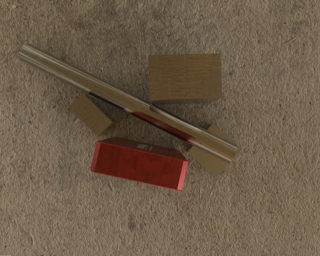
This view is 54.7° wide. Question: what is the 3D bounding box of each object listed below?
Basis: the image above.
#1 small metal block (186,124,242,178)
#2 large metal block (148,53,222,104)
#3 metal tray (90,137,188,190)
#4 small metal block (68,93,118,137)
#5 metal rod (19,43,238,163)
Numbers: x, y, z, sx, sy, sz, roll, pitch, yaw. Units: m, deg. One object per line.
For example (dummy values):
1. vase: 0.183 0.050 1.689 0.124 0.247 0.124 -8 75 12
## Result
1. small metal block: 0.071 0.029 0.413 0.050 0.025 0.050 41 90 -1
2. large metal block: 0.028 -0.057 0.383 0.081 0.080 0.050 -2 90 -1
3. metal tray: -0.020 0.036 0.359 0.091 0.130 0.030 12 90 0
4. small metal block: -0.084 -0.016 0.397 0.050 0.050 0.025 44 90 -1
5. metal rod: -0.043 -0.034 0.397 0.301 0.025 0.025 26 90 5
